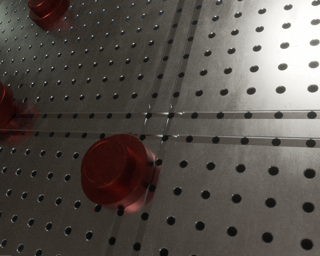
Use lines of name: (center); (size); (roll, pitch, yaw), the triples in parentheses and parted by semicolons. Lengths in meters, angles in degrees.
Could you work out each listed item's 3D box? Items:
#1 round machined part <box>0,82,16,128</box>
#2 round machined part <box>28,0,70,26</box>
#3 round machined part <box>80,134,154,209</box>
round machined part: (-0.312, -0.036, 0.580); (0.098, 0.042, 0.098); (-13, 56, 21)
round machined part: (-0.259, -0.282, 0.703); (0.098, 0.042, 0.098); (-13, 56, 20)
round machined part: (-0.061, 0.050, 0.397); (0.098, 0.042, 0.098); (-13, 56, 20)
